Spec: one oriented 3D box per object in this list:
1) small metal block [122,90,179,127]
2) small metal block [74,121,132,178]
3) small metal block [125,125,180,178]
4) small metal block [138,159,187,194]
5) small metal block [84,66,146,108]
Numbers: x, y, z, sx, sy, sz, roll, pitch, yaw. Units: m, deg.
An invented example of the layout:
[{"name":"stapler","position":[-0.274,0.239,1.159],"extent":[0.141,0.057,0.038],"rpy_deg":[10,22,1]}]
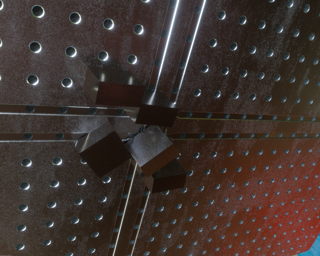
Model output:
[{"name":"small metal block","position":[-0.013,-0.026,0.373],"extent":[0.050,0.050,0.025],"rpy_deg":[5,116,-32]},{"name":"small metal block","position":[-0.070,0.028,0.391],"extent":[0.050,0.025,0.050],"rpy_deg":[-34,129,-6]},{"name":"small metal block","position":[-0.011,0.028,0.406],"extent":[0.050,0.050,0.025],"rpy_deg":[-36,135,-6]},{"name":"small metal block","position":[0.002,0.063,0.437],"extent":[0.050,0.050,0.025],"rpy_deg":[-5,121,-26]},{"name":"small metal block","position":[-0.051,-0.046,0.340],"extent":[0.050,0.050,0.025],"rpy_deg":[2,117,-30]}]
